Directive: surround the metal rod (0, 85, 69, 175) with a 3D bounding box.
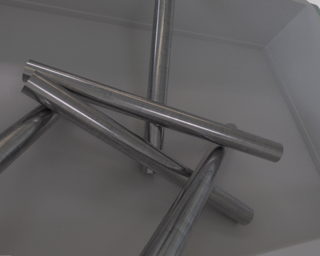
[{"bbox_3d":[-0.130,0.020,0.251,0.025,0.025,0.301,33,29,-7],"label":"metal rod"}]

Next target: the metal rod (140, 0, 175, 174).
[{"bbox_3d":[0.001,-0.095,0.383,0.025,0.025,0.298,7,84,-25],"label":"metal rod"}]

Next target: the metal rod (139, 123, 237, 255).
[{"bbox_3d":[0.049,0.048,0.327,0.025,0.025,0.301,46,27,3],"label":"metal rod"}]

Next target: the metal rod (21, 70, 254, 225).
[{"bbox_3d":[-0.007,0.034,0.344,0.301,0.025,0.025,34,51,-21],"label":"metal rod"}]

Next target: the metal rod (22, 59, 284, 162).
[{"bbox_3d":[0.003,-0.014,0.351,0.302,0.025,0.025,18,55,-11],"label":"metal rod"}]
